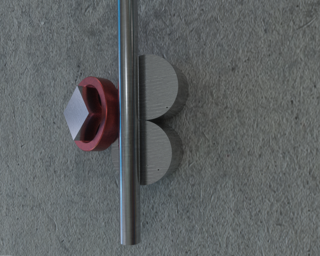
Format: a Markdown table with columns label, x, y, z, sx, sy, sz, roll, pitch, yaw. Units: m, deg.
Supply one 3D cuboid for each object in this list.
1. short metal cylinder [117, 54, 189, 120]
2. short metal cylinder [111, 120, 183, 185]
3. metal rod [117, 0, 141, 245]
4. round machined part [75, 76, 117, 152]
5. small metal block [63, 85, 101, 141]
| label | x | y | z | sx | sy | sz | roll | pitch | yaw |
| --- | --- | --- | --- | --- | --- | --- | --- | --- | --- |
| short metal cylinder | -0.008 | -0.050 | 0.400 | 0.080 | 0.050 | 0.079 | 0 | 90 | 20 |
| short metal cylinder | -0.015 | 0.030 | 0.402 | 0.080 | 0.050 | 0.080 | 0 | 89 | 20 |
| metal rod | -0.037 | -0.014 | 0.370 | 0.025 | 0.025 | 0.298 | -1 | 89 | 20 |
| round machined part | -0.079 | -0.018 | 0.415 | 0.098 | 0.042 | 0.097 | -4 | 84 | 48 |
| small metal block | -0.098 | -0.018 | 0.402 | 0.050 | 0.025 | 0.050 | -53 | 51 | 32 |
